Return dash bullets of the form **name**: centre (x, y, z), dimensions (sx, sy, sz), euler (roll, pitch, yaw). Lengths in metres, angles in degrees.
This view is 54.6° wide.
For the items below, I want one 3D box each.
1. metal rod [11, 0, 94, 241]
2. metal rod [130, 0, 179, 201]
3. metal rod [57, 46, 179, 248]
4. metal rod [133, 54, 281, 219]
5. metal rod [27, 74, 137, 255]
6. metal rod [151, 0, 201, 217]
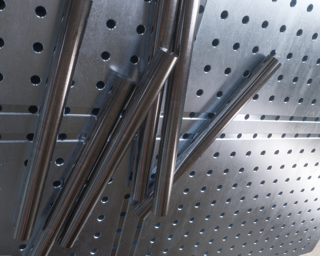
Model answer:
- **metal rod**: centre (-0.126, 0.005, 0.344), dimensions (0.025, 0.025, 0.298), euler (8, 114, -32)
- **metal rod**: centre (-0.010, -0.032, 0.384), dimensions (0.025, 0.025, 0.298), euler (-5, 121, -26)
- **metal rod**: centre (-0.061, 0.039, 0.384), dimensions (0.025, 0.025, 0.298), euler (15, 116, -35)
- **metal rod**: centre (0.065, 0.017, 0.456), dimensions (0.299, 0.025, 0.025), euler (-49, 129, 7)
- **metal rod**: centre (-0.109, 0.070, 0.394), dimensions (0.025, 0.025, 0.299), euler (18, 109, -35)
- **metal rod**: centre (0.017, -0.016, 0.392), dimensions (0.025, 0.025, 0.298), euler (-5, 115, -26)
